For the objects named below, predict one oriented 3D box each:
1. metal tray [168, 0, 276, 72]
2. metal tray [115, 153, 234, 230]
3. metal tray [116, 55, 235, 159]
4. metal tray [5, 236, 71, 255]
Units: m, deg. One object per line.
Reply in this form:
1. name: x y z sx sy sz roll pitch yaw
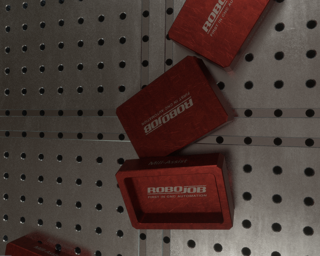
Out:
1. metal tray: 0.081 -0.147 0.381 0.090 0.030 0.129 34 100 16
2. metal tray: 0.019 0.081 0.384 0.130 0.030 0.089 -6 112 19
3. metal tray: 0.015 -0.018 0.393 0.130 0.030 0.090 -33 80 26
4. metal tray: -0.179 0.231 0.471 0.130 0.030 0.089 12 94 19
